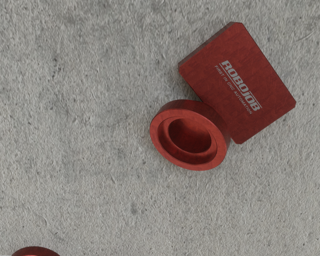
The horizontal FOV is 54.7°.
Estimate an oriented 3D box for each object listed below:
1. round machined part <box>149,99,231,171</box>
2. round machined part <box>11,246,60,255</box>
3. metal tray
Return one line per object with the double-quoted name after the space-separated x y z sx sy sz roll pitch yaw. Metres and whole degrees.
0.040 0.004 0.388 0.098 0.042 0.097 16 134 17 "round machined part"
-0.199 0.239 0.486 0.099 0.042 0.097 0 110 -1 "round machined part"
0.096 -0.054 0.389 0.090 0.030 0.130 -37 106 12 "metal tray"
